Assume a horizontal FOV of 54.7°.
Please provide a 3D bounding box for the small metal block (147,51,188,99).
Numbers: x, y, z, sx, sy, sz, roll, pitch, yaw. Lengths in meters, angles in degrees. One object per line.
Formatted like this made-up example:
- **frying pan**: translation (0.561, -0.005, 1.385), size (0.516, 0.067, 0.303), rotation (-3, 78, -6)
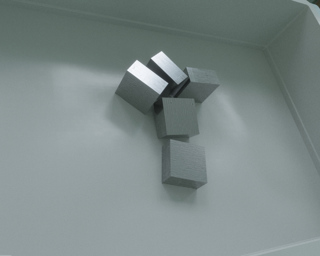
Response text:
- **small metal block**: translation (0.003, -0.069, 0.433), size (0.050, 0.050, 0.025), rotation (45, 51, 2)

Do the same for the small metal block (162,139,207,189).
- **small metal block**: translation (0.030, 0.046, 0.393), size (0.050, 0.025, 0.050), rotation (14, 56, -21)

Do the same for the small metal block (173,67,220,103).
- **small metal block**: translation (0.051, -0.062, 0.454), size (0.050, 0.050, 0.025), rotation (1, 62, -28)

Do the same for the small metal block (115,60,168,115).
- **small metal block**: translation (-0.025, -0.052, 0.408), size (0.050, 0.050, 0.025), rotation (36, 51, -4)

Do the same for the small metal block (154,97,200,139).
- **small metal block**: translation (0.022, -0.013, 0.418), size (0.050, 0.025, 0.050), rotation (-1, 77, -29)
